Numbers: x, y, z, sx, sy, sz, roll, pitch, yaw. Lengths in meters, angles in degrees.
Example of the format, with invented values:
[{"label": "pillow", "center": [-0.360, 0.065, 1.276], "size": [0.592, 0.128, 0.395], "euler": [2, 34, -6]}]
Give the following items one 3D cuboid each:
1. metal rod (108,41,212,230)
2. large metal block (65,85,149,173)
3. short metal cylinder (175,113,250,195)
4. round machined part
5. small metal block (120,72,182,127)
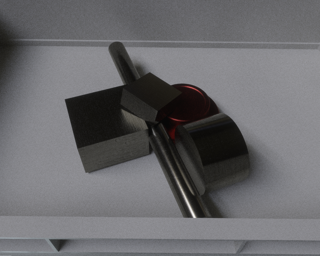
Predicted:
[{"label": "metal rod", "center": [-0.014, -0.015, 0.389], "size": [0.025, 0.025, 0.300], "euler": [-16, 52, -13]}, {"label": "large metal block", "center": [-0.065, -0.001, 0.384], "size": [0.081, 0.050, 0.080], "euler": [-16, 52, -13]}, {"label": "short metal cylinder", "center": [0.055, 0.028, 0.344], "size": [0.050, 0.080, 0.080], "euler": [-16, 52, -13]}, {"label": "round machined part", "center": [0.030, -0.021, 0.410], "size": [0.099, 0.042, 0.098], "euler": [0, 50, 0]}, {"label": "small metal block", "center": [-0.010, -0.035, 0.370], "size": [0.050, 0.025, 0.050], "euler": [35, 46, 17]}]
